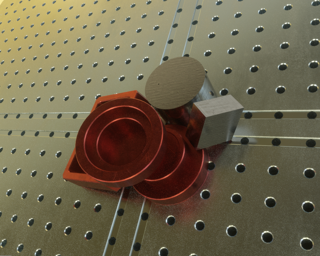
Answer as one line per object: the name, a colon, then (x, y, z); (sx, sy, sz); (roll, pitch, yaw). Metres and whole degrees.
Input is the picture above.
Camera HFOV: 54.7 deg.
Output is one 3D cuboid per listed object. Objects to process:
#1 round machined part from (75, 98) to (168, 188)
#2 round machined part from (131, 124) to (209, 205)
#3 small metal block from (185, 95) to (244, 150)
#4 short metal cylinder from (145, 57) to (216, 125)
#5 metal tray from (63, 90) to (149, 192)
round machined part: (-0.039, 0.019, 0.344); (0.098, 0.042, 0.098); (-6, 62, 13)
round machined part: (0.005, 0.038, 0.369); (0.098, 0.042, 0.098); (-13, 56, 20)
small metal block: (0.061, -0.006, 0.351); (0.050, 0.050, 0.025); (-14, 47, -24)
short metal cylinder: (0.028, -0.046, 0.404); (0.080, 0.050, 0.080); (-13, 56, 20)
metal tray: (-0.071, 0.015, 0.417); (0.090, 0.030, 0.130); (-4, 59, 43)
